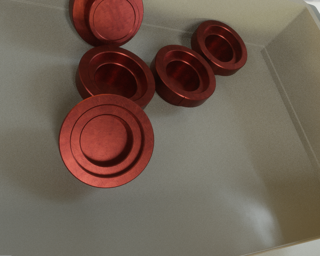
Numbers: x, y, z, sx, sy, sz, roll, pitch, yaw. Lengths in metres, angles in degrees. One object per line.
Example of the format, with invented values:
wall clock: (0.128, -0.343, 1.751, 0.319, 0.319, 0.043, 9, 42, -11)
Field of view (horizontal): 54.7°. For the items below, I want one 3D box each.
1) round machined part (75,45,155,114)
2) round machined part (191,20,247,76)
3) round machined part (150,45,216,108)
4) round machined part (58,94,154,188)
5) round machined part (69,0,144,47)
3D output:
round machined part: (-0.059, -0.055, 0.397, 0.099, 0.042, 0.098, 14, 56, -21)
round machined part: (0.094, -0.129, 0.523, 0.099, 0.042, 0.098, 11, 62, -22)
round machined part: (0.029, -0.071, 0.456, 0.099, 0.042, 0.098, 14, 56, -21)
round machined part: (-0.060, 0.013, 0.338, 0.099, 0.042, 0.097, 0, 91, -19)
round machined part: (-0.067, -0.151, 0.412, 0.099, 0.097, 0.042, -3, 35, -30)
